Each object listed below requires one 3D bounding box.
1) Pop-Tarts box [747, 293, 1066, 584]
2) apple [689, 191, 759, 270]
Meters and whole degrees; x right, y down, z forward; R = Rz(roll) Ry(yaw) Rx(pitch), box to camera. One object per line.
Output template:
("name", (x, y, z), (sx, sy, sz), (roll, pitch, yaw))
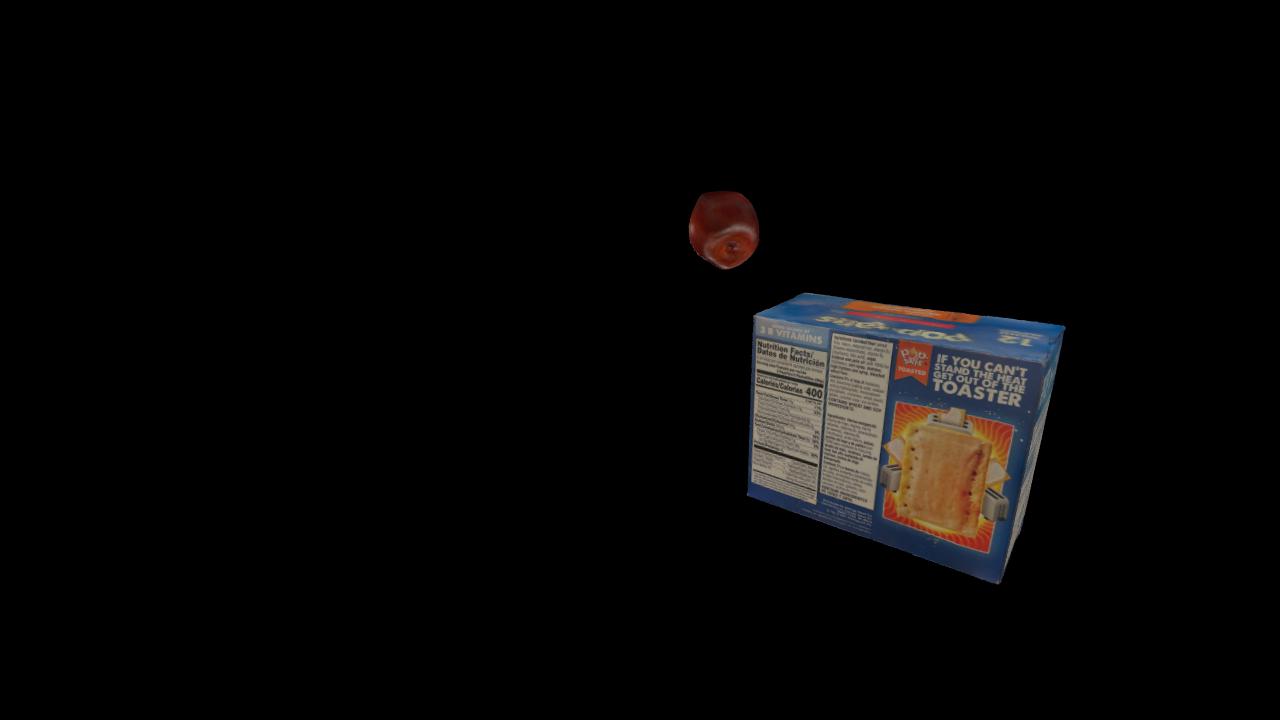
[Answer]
("Pop-Tarts box", (0.165, 0.040, 0.407), (0.167, 0.141, 0.083), (13, 25, 36))
("apple", (0.092, -0.146, 0.677), (0.079, 0.079, 0.093), (0, 44, -12))
